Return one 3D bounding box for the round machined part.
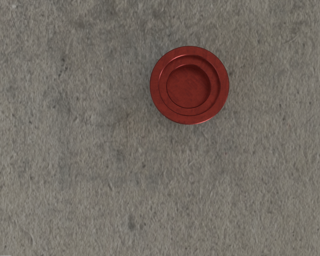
[{"bbox_3d":[0.036,-0.053,0.402,0.099,0.042,0.097,0,90,-1],"label":"round machined part"}]
